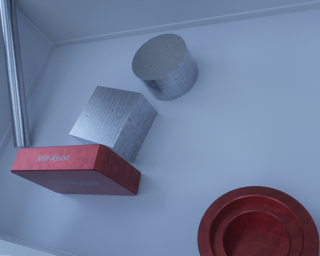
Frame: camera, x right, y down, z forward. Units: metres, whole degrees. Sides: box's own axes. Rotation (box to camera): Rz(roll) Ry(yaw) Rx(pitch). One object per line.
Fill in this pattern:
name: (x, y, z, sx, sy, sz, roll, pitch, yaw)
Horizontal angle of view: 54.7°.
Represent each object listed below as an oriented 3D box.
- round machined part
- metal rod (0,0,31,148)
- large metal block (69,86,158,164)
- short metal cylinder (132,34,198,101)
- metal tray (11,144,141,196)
round machined part: (0.086, 0.104, 0.275, 0.098, 0.042, 0.098, -14, 41, 13)
metal rod: (-0.245, -0.117, 0.516, 0.025, 0.025, 0.298, -10, 85, 22)
large metal block: (-0.062, -0.007, 0.425, 0.080, 0.050, 0.080, 13, 68, 33)
short metal cylinder: (0.008, -0.085, 0.437, 0.080, 0.050, 0.080, -13, 56, 20)
metal tray: (-0.101, 0.055, 0.381, 0.130, 0.090, 0.030, -4, 60, 25)
